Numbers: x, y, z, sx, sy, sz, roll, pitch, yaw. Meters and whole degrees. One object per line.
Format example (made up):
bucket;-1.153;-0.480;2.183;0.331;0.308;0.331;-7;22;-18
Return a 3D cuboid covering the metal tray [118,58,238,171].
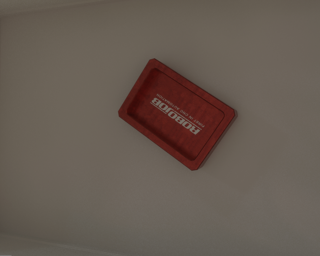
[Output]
metal tray;0.021;-0.018;0.400;0.130;0.030;0.090;36;101;16
